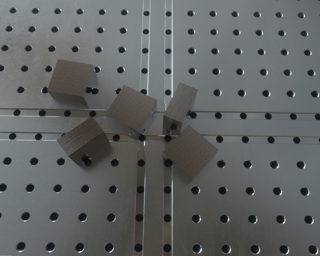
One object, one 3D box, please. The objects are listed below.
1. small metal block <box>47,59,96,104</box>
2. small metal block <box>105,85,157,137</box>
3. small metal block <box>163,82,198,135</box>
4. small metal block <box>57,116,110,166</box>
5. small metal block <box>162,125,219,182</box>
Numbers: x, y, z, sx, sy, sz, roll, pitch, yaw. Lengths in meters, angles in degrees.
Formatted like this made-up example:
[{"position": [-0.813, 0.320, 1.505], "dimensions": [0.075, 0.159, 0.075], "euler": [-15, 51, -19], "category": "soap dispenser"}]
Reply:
[{"position": [-0.122, -0.065, 0.434], "dimensions": [0.050, 0.025, 0.050], "euler": [10, 70, 3], "category": "small metal block"}, {"position": [-0.038, -0.023, 0.420], "dimensions": [0.050, 0.025, 0.050], "euler": [26, 72, 8], "category": "small metal block"}, {"position": [0.026, -0.024, 0.408], "dimensions": [0.025, 0.050, 0.050], "euler": [24, 72, 8], "category": "small metal block"}, {"position": [-0.095, 0.018, 0.391], "dimensions": [0.050, 0.050, 0.025], "euler": [-36, 74, -12], "category": "small metal block"}, {"position": [0.038, 0.033, 0.400], "dimensions": [0.050, 0.025, 0.050], "euler": [41, 75, 13], "category": "small metal block"}]
